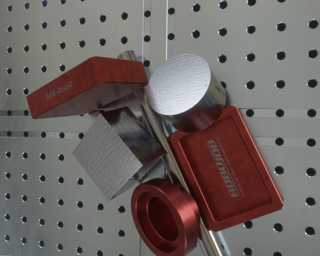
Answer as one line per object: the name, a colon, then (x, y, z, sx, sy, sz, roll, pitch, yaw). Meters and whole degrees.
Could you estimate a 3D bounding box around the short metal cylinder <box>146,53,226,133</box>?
short metal cylinder: (0.031, -0.041, 0.369, 0.080, 0.050, 0.080, -14, 60, 25)

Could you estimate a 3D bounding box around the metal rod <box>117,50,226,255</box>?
metal rod: (0.013, 0.035, 0.403, 0.025, 0.025, 0.299, -27, 81, 18)

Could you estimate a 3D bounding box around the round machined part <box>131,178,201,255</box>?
round machined part: (0.011, 0.108, 0.381, 0.098, 0.042, 0.097, 20, 118, 44)

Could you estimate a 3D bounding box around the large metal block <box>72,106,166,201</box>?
large metal block: (-0.053, 0.032, 0.395, 0.080, 0.050, 0.080, 50, 123, 13)

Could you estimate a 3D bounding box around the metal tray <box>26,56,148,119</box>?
metal tray: (-0.091, -0.047, 0.391, 0.130, 0.091, 0.030, -20, 85, 33)

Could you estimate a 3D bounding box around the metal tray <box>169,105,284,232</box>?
metal tray: (0.079, 0.049, 0.378, 0.090, 0.030, 0.129, -26, 82, 18)
